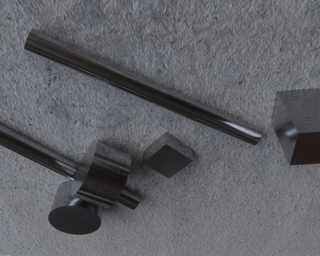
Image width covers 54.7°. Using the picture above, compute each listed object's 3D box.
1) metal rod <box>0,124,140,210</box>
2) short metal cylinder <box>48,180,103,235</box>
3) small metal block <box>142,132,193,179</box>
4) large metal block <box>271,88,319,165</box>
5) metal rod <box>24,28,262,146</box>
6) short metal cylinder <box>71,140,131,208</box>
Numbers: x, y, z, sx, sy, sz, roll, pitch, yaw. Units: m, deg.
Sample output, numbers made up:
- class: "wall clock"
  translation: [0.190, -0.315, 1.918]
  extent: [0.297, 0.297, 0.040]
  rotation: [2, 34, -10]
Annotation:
- class: "metal rod"
  translation: [-0.154, 0.048, 0.446]
  extent: [0.301, 0.025, 0.025]
  rotation: [34, 122, -26]
- class: "short metal cylinder"
  translation: [-0.132, 0.128, 0.499]
  extent: [0.081, 0.050, 0.079]
  rotation: [0, 130, 0]
- class: "small metal block"
  translation: [0.011, 0.040, 0.441]
  extent: [0.050, 0.025, 0.050]
  rotation: [33, 123, -25]
- class: "large metal block"
  translation: [0.187, -0.004, 0.370]
  extent: [0.080, 0.080, 0.050]
  rotation: [-4, 130, 3]
- class: "metal rod"
  translation: [-0.004, -0.041, 0.372]
  extent: [0.302, 0.025, 0.025]
  rotation: [22, 127, -18]
- class: "short metal cylinder"
  translation: [-0.081, 0.063, 0.424]
  extent: [0.050, 0.080, 0.080]
  rotation: [25, 126, -20]
